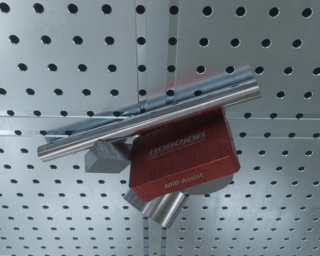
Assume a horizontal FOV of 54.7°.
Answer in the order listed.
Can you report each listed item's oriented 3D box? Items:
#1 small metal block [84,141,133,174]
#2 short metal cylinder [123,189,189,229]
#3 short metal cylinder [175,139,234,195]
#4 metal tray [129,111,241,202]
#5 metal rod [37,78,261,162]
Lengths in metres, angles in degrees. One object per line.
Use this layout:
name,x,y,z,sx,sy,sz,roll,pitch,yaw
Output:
small metal block,-0.071,0.042,0.425,0.050,0.025,0.050,7,149,-31
short metal cylinder,-0.006,0.101,0.448,0.080,0.080,0.050,39,78,-29
short metal cylinder,0.056,0.051,0.427,0.081,0.050,0.080,-3,139,-3
metal tray,0.027,0.032,0.392,0.130,0.090,0.030,-21,127,16
metal rod,-0.024,-0.006,0.402,0.301,0.025,0.025,-17,128,13
